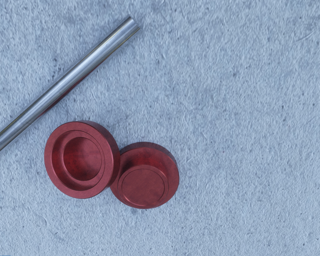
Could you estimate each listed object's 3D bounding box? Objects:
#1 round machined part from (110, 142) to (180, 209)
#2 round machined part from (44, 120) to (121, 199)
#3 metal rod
[{"bbox_3d":[-0.022,0.072,0.427,0.099,0.042,0.097,0,110,-1],"label":"round machined part"},{"bbox_3d":[-0.096,0.038,0.401,0.098,0.042,0.097,2,96,18],"label":"round machined part"},{"bbox_3d":[-0.144,-0.035,0.394,0.300,0.025,0.025,-38,106,12],"label":"metal rod"}]
